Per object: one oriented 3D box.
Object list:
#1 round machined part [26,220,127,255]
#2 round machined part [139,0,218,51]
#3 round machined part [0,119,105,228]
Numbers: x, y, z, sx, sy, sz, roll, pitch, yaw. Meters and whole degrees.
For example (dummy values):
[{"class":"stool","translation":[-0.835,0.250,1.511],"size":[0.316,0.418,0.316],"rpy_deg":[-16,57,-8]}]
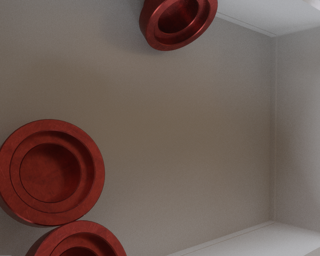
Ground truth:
[{"class":"round machined part","translation":[-0.075,0.133,0.265],"size":[0.098,0.042,0.098],"rpy_deg":[31,43,-34]},{"class":"round machined part","translation":[0.018,-0.146,0.386],"size":[0.099,0.097,0.042],"rpy_deg":[-8,61,-40]},{"class":"round machined part","translation":[-0.106,0.044,0.295],"size":[0.099,0.042,0.098],"rpy_deg":[16,62,-33]}]
